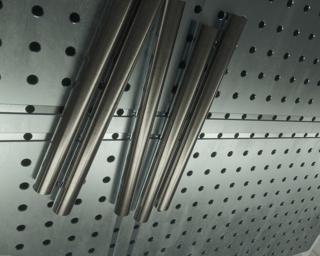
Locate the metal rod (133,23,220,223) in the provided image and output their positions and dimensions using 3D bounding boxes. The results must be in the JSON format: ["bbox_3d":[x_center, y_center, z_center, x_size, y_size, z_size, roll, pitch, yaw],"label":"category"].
[{"bbox_3d":[0.015,0.009,0.426,0.025,0.025,0.298,5,116,-31],"label":"metal rod"}]

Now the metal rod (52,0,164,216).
[{"bbox_3d":[-0.066,-0.020,0.363,0.025,0.025,0.298,14,111,-35],"label":"metal rod"}]

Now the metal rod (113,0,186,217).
[{"bbox_3d":[-0.020,-0.009,0.396,0.025,0.025,0.298,1,118,-29],"label":"metal rod"}]

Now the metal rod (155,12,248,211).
[{"bbox_3d":[0.049,-0.007,0.434,0.025,0.025,0.298,6,116,-32],"label":"metal rod"}]

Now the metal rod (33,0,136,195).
[{"bbox_3d":[-0.077,-0.053,0.336,0.025,0.025,0.298,15,110,-35],"label":"metal rod"}]
